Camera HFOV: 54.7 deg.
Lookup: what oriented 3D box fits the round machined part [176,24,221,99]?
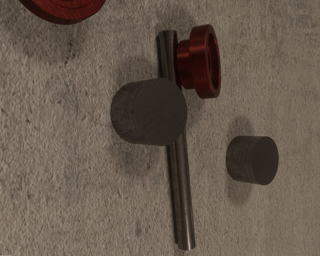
[{"bbox_3d":[0.053,-0.088,0.423,0.098,0.042,0.097,-4,90,-69],"label":"round machined part"}]

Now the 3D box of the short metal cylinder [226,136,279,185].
[{"bbox_3d":[0.157,0.053,0.523,0.081,0.050,0.079,0,90,-40],"label":"short metal cylinder"}]

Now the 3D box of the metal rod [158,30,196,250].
[{"bbox_3d":[0.024,0.020,0.427,0.025,0.025,0.298,-9,96,-40],"label":"metal rod"}]

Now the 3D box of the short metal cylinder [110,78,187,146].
[{"bbox_3d":[-0.013,-0.019,0.380,0.081,0.050,0.079,0,90,-40],"label":"short metal cylinder"}]

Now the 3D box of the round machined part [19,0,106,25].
[{"bbox_3d":[-0.104,-0.152,0.307,0.099,0.042,0.097,0,90,-40],"label":"round machined part"}]
